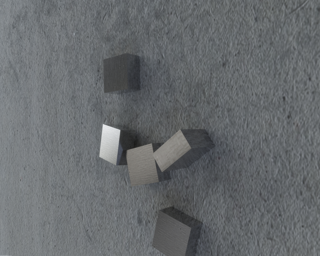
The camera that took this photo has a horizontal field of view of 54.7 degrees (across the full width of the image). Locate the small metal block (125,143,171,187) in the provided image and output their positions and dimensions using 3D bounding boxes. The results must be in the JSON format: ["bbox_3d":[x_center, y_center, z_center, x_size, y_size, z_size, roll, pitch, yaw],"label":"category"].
[{"bbox_3d":[-0.017,0.050,0.419,0.050,0.025,0.050,-17,79,38],"label":"small metal block"}]

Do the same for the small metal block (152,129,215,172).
[{"bbox_3d":[0.028,0.026,0.365,0.050,0.050,0.025,-43,64,31],"label":"small metal block"}]

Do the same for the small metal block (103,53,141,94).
[{"bbox_3d":[-0.056,-0.078,0.451,0.050,0.025,0.050,-3,88,40],"label":"small metal block"}]

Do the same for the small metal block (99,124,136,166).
[{"bbox_3d":[-0.063,0.023,0.451,0.050,0.025,0.050,15,100,50],"label":"small metal block"}]

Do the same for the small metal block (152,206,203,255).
[{"bbox_3d":[0.021,0.134,0.388,0.050,0.025,0.050,19,102,38],"label":"small metal block"}]
